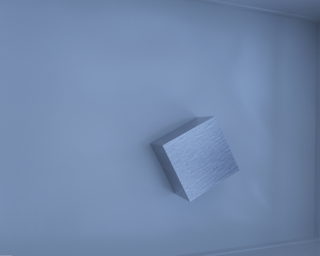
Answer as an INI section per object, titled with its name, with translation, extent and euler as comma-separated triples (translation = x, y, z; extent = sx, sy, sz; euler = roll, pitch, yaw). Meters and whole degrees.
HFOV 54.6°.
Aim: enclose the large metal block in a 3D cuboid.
[large metal block]
translation = 0.046, 0.038, 0.414
extent = 0.080, 0.050, 0.080
euler = -29, 100, -18
